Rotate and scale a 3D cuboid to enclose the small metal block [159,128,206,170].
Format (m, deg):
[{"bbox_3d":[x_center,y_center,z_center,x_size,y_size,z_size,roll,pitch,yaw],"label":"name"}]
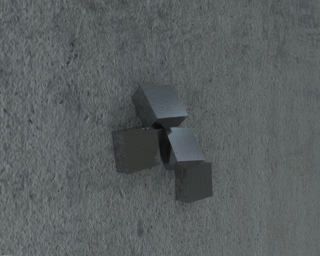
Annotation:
[{"bbox_3d":[0.026,0.027,0.411,0.050,0.025,0.050,3,56,-40],"label":"small metal block"}]

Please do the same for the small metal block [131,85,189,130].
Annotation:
[{"bbox_3d":[0.000,-0.027,0.389,0.050,0.025,0.050,-7,60,-40],"label":"small metal block"}]

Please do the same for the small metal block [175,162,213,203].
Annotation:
[{"bbox_3d":[0.049,0.076,0.445,0.050,0.025,0.050,-4,93,-40],"label":"small metal block"}]

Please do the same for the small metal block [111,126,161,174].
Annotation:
[{"bbox_3d":[-0.028,0.025,0.381,0.050,0.025,0.050,-11,98,-39],"label":"small metal block"}]
